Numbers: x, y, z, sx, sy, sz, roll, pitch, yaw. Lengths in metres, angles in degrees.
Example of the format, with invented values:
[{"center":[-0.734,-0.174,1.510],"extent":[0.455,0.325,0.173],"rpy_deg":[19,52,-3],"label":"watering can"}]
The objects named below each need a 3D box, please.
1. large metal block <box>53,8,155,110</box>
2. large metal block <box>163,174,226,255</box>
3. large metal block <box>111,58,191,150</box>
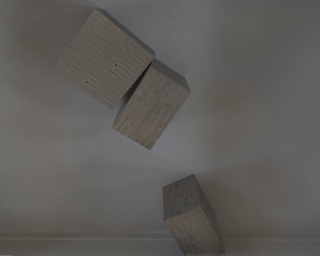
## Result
[{"center":[-0.062,-0.082,0.367],"extent":[0.080,0.050,0.080],"rpy_deg":[38,106,-13],"label":"large metal block"},{"center":[0.045,0.124,0.429],"extent":[0.050,0.080,0.080],"rpy_deg":[-25,108,9],"label":"large metal block"},{"center":[-0.010,-0.033,0.370],"extent":[0.050,0.080,0.080],"rpy_deg":[32,107,-11],"label":"large metal block"}]
